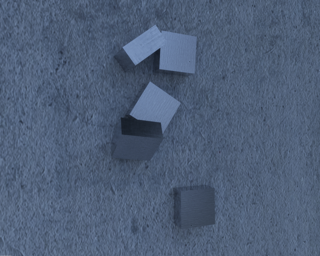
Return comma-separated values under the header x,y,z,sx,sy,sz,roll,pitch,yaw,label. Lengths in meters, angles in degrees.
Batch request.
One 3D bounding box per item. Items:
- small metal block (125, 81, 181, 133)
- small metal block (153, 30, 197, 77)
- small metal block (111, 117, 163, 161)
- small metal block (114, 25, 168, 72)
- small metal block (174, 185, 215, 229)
x,y,z,sx,sy,sz,roll,pitch,yaw,label
-0.009,-0.025,0.405,0.050,0.025,0.050,33,79,-17,small metal block
0.020,-0.099,0.416,0.050,0.025,0.050,4,89,-20,small metal block
-0.029,0.015,0.382,0.050,0.050,0.025,7,51,-20,small metal block
-0.025,-0.098,0.386,0.050,0.050,0.025,-39,103,-16,small metal block
0.047,0.107,0.426,0.050,0.025,0.050,-1,91,-20,small metal block
